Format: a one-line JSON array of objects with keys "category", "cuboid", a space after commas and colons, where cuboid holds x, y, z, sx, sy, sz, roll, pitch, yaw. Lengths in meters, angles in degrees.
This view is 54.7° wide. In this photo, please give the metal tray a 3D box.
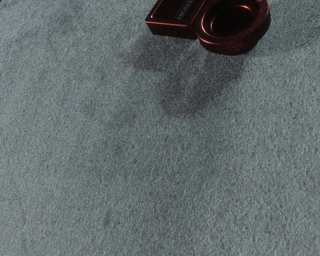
[{"category": "metal tray", "cuboid": [0.045, -0.207, 0.502, 0.090, 0.030, 0.130, 19, 71, 35]}]

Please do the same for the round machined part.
[{"category": "round machined part", "cuboid": [0.101, -0.139, 0.424, 0.098, 0.042, 0.098, -13, 56, 20]}]
